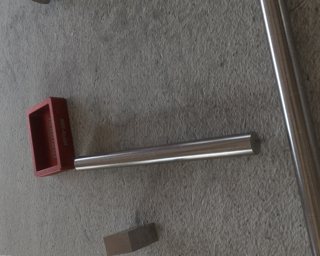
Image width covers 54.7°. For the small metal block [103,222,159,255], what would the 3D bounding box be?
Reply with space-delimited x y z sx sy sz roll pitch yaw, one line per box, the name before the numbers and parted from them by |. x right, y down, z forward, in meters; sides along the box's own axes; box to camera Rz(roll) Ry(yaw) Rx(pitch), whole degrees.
small metal block | -0.039 0.150 0.419 0.050 0.050 0.025 -26 74 37

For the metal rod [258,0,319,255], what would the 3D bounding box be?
metal rod | 0.129 -0.026 0.297 0.025 0.025 0.298 -15 81 39

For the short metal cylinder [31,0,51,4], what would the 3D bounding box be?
short metal cylinder | -0.226 -0.267 0.552 0.050 0.081 0.080 -52 60 27

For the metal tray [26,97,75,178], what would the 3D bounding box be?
metal tray | -0.200 0.018 0.562 0.090 0.030 0.129 -19 78 38

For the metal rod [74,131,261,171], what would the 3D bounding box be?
metal rod | -0.016 0.037 0.415 0.300 0.025 0.025 -11 83 39
